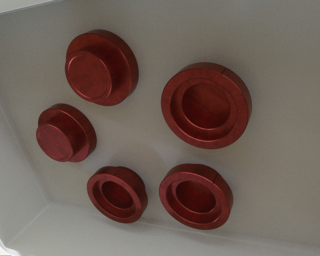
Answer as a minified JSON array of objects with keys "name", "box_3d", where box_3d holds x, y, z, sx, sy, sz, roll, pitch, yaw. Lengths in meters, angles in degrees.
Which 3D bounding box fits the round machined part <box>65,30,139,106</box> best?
[{"name":"round machined part","box_3d":[-0.080,-0.071,0.394,0.098,0.042,0.097,13,124,20]}]

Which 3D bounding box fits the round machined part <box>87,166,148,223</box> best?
[{"name":"round machined part","box_3d":[-0.063,0.100,0.491,0.098,0.042,0.097,13,124,20]}]

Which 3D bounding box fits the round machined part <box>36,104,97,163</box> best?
[{"name":"round machined part","box_3d":[-0.152,0.014,0.484,0.098,0.042,0.097,13,124,20]}]

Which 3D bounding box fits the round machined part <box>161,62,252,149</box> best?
[{"name":"round machined part","box_3d":[0.054,-0.028,0.351,0.098,0.042,0.097,13,124,20]}]

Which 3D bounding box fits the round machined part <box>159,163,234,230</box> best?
[{"name":"round machined part","box_3d":[0.052,0.088,0.424,0.098,0.042,0.097,13,124,20]}]
